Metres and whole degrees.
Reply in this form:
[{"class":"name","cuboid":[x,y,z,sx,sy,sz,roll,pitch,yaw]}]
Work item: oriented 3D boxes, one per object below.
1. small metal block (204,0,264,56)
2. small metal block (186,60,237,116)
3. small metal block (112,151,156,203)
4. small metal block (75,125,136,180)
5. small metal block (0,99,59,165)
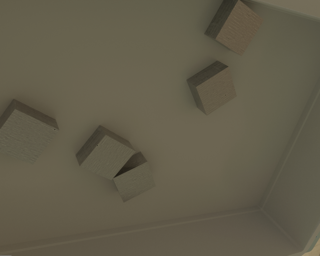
[{"class":"small metal block","cuboid":[0.091,-0.124,0.381,0.050,0.025,0.050,19,108,-36]},{"class":"small metal block","cuboid":[0.070,-0.053,0.414,0.050,0.025,0.050,-33,129,-7]},{"class":"small metal block","cuboid":[-0.039,0.068,0.430,0.050,0.025,0.050,-25,128,-13]},{"class":"small metal block","cuboid":[-0.068,0.032,0.391,0.050,0.025,0.050,34,99,-38]},{"class":"small metal block","cuboid":[-0.146,0.005,0.332,0.050,0.025,0.050,33,100,-38]}]
